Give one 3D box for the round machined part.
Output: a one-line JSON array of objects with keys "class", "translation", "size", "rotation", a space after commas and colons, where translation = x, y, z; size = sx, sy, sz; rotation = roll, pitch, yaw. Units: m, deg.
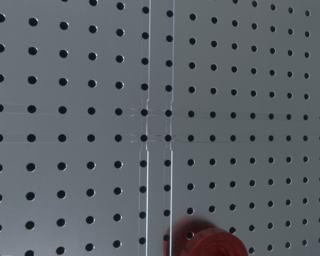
[{"class": "round machined part", "translation": [0.070, 0.187, 0.430], "size": [0.099, 0.042, 0.097], "rotation": [0, 90, -20]}]
